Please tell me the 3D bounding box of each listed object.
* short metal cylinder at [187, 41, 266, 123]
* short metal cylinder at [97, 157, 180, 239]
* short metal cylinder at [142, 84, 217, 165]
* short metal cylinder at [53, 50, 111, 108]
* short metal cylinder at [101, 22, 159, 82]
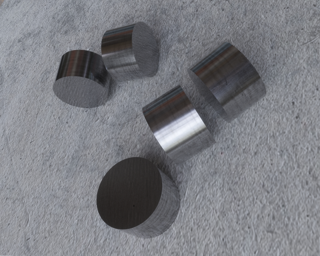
[{"bbox_3d":[0.076,-0.053,0.361,0.050,0.080,0.080,-38,51,3],"label":"short metal cylinder"},{"bbox_3d":[-0.024,0.080,0.352,0.080,0.050,0.080,-13,56,21],"label":"short metal cylinder"},{"bbox_3d":[0.023,-0.004,0.359,0.050,0.080,0.080,-32,52,8],"label":"short metal cylinder"},{"bbox_3d":[-0.118,-0.073,0.476,0.080,0.080,0.050,-11,57,22],"label":"short metal cylinder"},{"bbox_3d":[-0.042,-0.111,0.459,0.050,0.080,0.080,-5,59,26],"label":"short metal cylinder"}]
